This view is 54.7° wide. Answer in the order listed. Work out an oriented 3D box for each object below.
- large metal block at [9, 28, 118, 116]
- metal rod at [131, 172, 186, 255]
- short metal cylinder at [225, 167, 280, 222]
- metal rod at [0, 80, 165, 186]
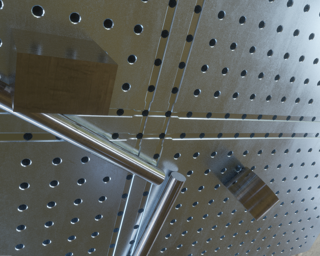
[{"bbox_3d":[-0.095,-0.053,0.292,0.081,0.080,0.050,1,118,-30],"label":"large metal block"},{"bbox_3d":[-0.028,0.203,0.523,0.025,0.025,0.298,11,113,-33],"label":"metal rod"},{"bbox_3d":[0.158,0.113,0.535,0.050,0.080,0.080,-42,130,0],"label":"short metal cylinder"},{"bbox_3d":[-0.099,0.007,0.362,0.301,0.025,0.025,34,99,-39],"label":"metal rod"}]
